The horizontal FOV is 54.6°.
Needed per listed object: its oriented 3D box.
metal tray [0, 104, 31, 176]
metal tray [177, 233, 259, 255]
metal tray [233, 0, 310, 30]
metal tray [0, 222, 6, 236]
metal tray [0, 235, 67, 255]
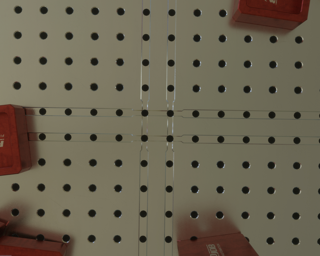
[{"bbox_3d":[-0.246,0.021,0.409,0.131,0.030,0.090,-7,90,0],"label":"metal tray"},{"bbox_3d":[0.070,0.165,0.361,0.090,0.130,0.030,-8,90,0],"label":"metal tray"},{"bbox_3d":[0.153,-0.205,0.411,0.090,0.030,0.129,9,90,0],"label":"metal tray"},{"bbox_3d":[-0.246,0.185,0.379,0.030,0.090,0.129,21,90,0],"label":"metal tray"},{"bbox_3d":[-0.181,0.214,0.405,0.091,0.030,0.129,10,90,-7],"label":"metal tray"}]
